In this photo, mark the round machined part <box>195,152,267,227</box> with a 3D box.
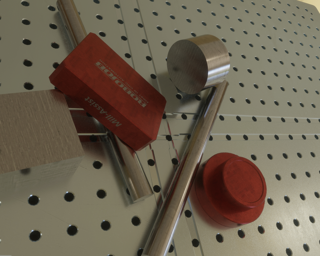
[{"bbox_3d":[0.099,0.076,0.406,0.099,0.042,0.098,14,56,-21],"label":"round machined part"}]

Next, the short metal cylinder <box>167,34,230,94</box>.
[{"bbox_3d":[0.056,-0.096,0.464,0.050,0.080,0.080,-25,76,-37],"label":"short metal cylinder"}]

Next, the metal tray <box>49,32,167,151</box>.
[{"bbox_3d":[-0.054,-0.044,0.369,0.130,0.030,0.090,41,34,-19],"label":"metal tray"}]

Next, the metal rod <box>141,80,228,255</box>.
[{"bbox_3d":[0.046,0.033,0.414,0.025,0.025,0.301,33,51,-7],"label":"metal rod"}]

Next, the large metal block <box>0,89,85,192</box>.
[{"bbox_3d":[-0.133,0.011,0.315,0.081,0.050,0.080,-12,68,-33],"label":"large metal block"}]

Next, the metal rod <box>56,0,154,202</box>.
[{"bbox_3d":[-0.077,-0.050,0.397,0.025,0.025,0.299,-12,68,-33],"label":"metal rod"}]
